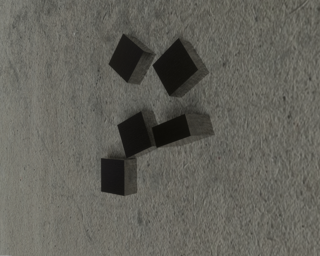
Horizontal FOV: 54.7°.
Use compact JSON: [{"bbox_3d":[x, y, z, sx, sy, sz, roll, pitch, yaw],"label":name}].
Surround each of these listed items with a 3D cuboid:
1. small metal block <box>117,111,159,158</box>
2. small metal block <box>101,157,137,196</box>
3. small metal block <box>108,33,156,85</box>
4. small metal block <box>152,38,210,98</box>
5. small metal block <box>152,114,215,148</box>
[{"bbox_3d":[-0.027,0.010,0.428,0.050,0.025,0.050,-27,73,36],"label":"small metal block"},{"bbox_3d":[-0.061,0.070,0.455,0.050,0.025,0.050,-1,90,40],"label":"small metal block"},{"bbox_3d":[-0.040,-0.097,0.438,0.050,0.025,0.050,46,117,30],"label":"small metal block"},{"bbox_3d":[0.025,-0.073,0.384,0.050,0.025,0.050,-41,65,32],"label":"small metal block"},{"bbox_3d":[0.028,0.004,0.366,0.050,0.050,0.025,-22,76,38],"label":"small metal block"}]
